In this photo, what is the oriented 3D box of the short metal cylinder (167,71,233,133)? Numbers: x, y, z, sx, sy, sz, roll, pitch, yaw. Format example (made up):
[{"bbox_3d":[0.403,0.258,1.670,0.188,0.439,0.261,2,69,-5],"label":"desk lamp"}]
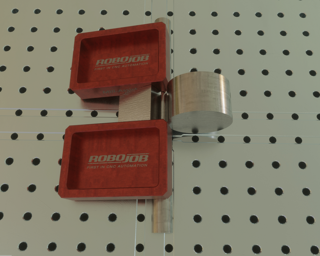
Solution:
[{"bbox_3d":[0.049,-0.029,0.390,0.081,0.080,0.050,0,70,0],"label":"short metal cylinder"}]

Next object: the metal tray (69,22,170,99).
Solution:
[{"bbox_3d":[-0.053,-0.091,0.423,0.131,0.030,0.090,-4,70,11],"label":"metal tray"}]

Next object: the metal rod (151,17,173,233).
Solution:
[{"bbox_3d":[0.003,-0.018,0.414,0.025,0.025,0.299,0,70,0],"label":"metal rod"}]

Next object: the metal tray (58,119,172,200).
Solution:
[{"bbox_3d":[-0.052,0.040,0.376,0.131,0.030,0.090,-4,70,11],"label":"metal tray"}]

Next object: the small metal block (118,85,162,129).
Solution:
[{"bbox_3d":[-0.026,-0.024,0.405,0.050,0.025,0.050,-11,67,29],"label":"small metal block"}]
